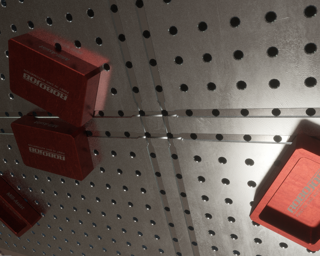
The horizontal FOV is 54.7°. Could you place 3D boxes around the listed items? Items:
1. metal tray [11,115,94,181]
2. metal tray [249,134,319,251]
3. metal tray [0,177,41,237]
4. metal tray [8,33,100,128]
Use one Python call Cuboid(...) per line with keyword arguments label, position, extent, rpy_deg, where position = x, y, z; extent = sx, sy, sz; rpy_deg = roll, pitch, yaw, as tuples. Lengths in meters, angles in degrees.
Cuboid(label="metal tray", position=(-0.181, 0.033, 0.521), extent=(0.130, 0.030, 0.089), rpy_deg=(10, 123, 22))
Cuboid(label="metal tray", position=(0.175, 0.080, 0.364), extent=(0.090, 0.030, 0.129), rpy_deg=(26, 127, 11))
Cuboid(label="metal tray", position=(-0.337, 0.178, 0.691), extent=(0.130, 0.030, 0.090), rpy_deg=(47, 129, -5))
Cuboid(label="metal tray", position=(-0.155, -0.068, 0.445), extent=(0.130, 0.030, 0.089), rpy_deg=(27, 128, 10))
